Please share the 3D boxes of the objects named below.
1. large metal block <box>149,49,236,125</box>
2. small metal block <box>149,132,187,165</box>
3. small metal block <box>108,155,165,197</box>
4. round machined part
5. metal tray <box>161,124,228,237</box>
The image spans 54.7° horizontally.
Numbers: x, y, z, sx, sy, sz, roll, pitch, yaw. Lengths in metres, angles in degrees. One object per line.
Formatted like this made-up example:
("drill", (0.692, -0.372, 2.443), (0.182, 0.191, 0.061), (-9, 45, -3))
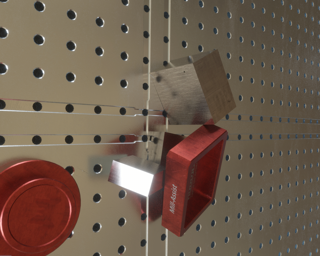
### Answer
("large metal block", (0.043, -0.051, 0.411), (0.050, 0.080, 0.080), (-36, 112, -35))
("small metal block", (0.014, 0.034, 0.423), (0.050, 0.025, 0.050), (13, 82, -40))
("small metal block", (-0.024, 0.054, 0.360), (0.050, 0.050, 0.025), (-5, 111, -69))
("round machined part", (-0.121, 0.080, 0.298), (0.099, 0.042, 0.097), (0, 90, -40))
("metal tray", (0.044, 0.067, 0.402), (0.091, 0.030, 0.129), (-33, 138, -42))
